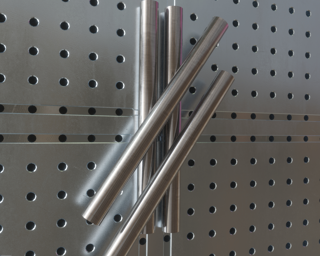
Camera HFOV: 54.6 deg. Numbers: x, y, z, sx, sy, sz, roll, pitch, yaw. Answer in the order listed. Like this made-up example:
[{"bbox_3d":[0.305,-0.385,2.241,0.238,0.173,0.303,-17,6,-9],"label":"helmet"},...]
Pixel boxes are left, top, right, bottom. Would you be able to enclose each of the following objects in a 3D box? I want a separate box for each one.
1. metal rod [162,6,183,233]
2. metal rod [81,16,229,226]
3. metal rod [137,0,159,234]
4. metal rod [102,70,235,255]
[{"bbox_3d":[0.017,-0.011,0.419,0.025,0.025,0.298,1,90,-20],"label":"metal rod"},{"bbox_3d":[0.000,-0.017,0.387,0.025,0.025,0.300,37,78,-17],"label":"metal rod"},{"bbox_3d":[-0.016,-0.014,0.407,0.025,0.025,0.298,1,90,-20],"label":"metal rod"},{"bbox_3d":[0.010,0.053,0.389,0.025,0.025,0.300,36,78,-17],"label":"metal rod"}]
